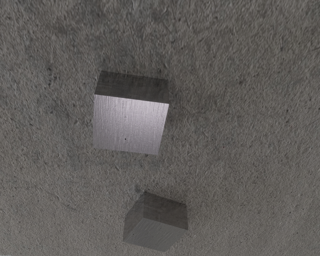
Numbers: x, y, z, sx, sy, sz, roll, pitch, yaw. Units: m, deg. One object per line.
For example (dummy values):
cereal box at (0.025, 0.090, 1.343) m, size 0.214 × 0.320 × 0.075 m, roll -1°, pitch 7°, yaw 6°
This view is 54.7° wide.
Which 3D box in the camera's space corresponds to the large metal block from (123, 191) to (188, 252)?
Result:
large metal block at (-0.008, 0.162, 0.528) m, size 0.080 × 0.050 × 0.080 m, roll 21°, pitch 127°, yaw -18°

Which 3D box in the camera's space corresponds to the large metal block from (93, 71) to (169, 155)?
large metal block at (-0.036, -0.017, 0.376) m, size 0.081 × 0.050 × 0.079 m, roll 7°, pitch 130°, yaw -6°
